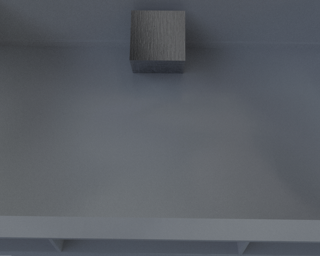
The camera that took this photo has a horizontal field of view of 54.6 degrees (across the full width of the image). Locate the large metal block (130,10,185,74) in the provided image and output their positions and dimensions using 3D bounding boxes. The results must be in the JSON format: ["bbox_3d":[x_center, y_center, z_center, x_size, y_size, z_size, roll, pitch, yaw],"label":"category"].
[{"bbox_3d":[-0.003,-0.131,0.479,0.080,0.050,0.080,1,78,0],"label":"large metal block"}]
